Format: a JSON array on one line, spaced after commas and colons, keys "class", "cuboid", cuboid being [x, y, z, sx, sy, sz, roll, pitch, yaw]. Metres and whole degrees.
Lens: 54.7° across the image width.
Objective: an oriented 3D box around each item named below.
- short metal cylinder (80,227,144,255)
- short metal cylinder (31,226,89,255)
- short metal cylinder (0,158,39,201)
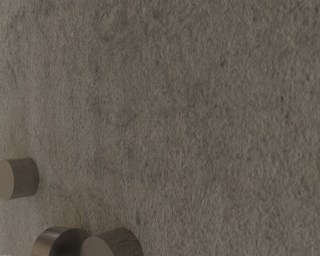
[{"class": "short metal cylinder", "cuboid": [-0.070, 0.189, 0.444, 0.080, 0.050, 0.079, 0, 90, 39]}, {"class": "short metal cylinder", "cuboid": [-0.155, 0.200, 0.494, 0.050, 0.081, 0.080, -9, 84, 39]}, {"class": "short metal cylinder", "cuboid": [-0.287, 0.101, 0.621, 0.080, 0.050, 0.079, 0, 90, 39]}]
